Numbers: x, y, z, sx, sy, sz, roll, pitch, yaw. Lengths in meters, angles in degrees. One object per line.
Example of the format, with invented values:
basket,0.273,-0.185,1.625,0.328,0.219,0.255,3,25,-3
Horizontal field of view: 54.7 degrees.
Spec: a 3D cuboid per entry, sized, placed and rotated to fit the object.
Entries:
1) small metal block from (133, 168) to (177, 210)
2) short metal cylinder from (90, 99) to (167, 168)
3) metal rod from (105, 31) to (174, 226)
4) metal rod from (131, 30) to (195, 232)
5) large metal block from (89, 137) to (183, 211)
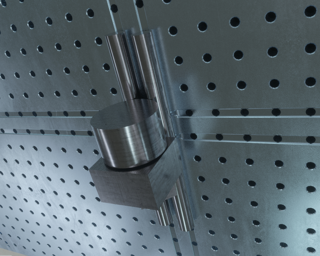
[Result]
small metal block,-0.011,0.077,0.418,0.050,0.050,0.025,-19,116,-13
short metal cylinder,-0.036,0.004,0.368,0.080,0.080,0.050,1,119,27
metal rod,-0.022,0.018,0.434,0.025,0.025,0.298,1,119,27
metal rod,0.010,0.022,0.419,0.025,0.025,0.298,1,119,27
large metal block,-0.026,0.052,0.388,0.080,0.080,0.050,1,119,27
